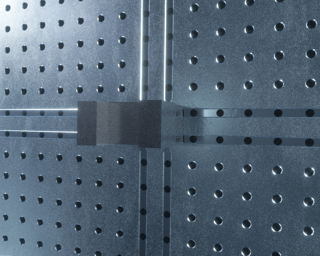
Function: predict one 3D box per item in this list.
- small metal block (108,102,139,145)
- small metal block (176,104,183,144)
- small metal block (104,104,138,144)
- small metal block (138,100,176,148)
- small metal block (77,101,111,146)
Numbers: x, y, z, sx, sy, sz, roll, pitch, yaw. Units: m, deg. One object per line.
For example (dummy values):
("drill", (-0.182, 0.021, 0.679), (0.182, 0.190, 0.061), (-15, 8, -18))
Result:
("small metal block", (-0.033, -0.006, 0.371), (0.050, 0.025, 0.050), (1, 90, 19))
("small metal block", (0.011, -0.004, 0.394), (0.025, 0.050, 0.050), (-1, 90, 20))
("small metal block", (-0.051, -0.005, 0.415), (0.025, 0.050, 0.050), (1, 90, 20))
("small metal block", (-0.002, -0.004, 0.344), (0.025, 0.050, 0.050), (1, 90, 20))
("small metal block", (-0.073, -0.005, 0.370), (0.025, 0.050, 0.050), (1, 90, 20))
